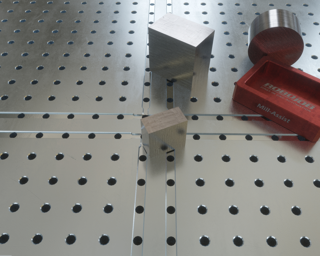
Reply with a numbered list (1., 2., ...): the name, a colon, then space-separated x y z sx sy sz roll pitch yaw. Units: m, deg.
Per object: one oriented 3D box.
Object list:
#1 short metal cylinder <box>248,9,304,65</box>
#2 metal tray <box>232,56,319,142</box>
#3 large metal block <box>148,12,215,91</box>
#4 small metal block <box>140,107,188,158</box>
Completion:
1. short metal cylinder: 0.181 -0.138 0.489 0.080 0.080 0.050 8 50 7
2. metal tray: 0.184 -0.047 0.444 0.130 0.030 0.090 33 57 24
3. large metal block: 0.030 -0.116 0.469 0.080 0.080 0.050 29 56 22
4. small metal block: 0.005 0.006 0.386 0.050 0.050 0.025 -19 53 -15
